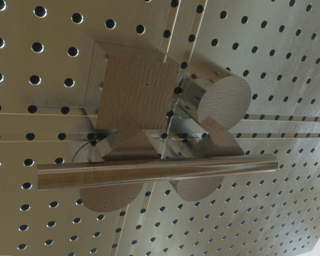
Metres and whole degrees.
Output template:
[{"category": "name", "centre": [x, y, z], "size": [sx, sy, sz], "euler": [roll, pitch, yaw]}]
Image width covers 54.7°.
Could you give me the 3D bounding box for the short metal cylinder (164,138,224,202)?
[{"category": "short metal cylinder", "centre": [0.050, 0.062, 0.460], "size": [0.081, 0.050, 0.079], "euler": [-14, 124, -21]}]

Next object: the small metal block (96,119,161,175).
[{"category": "small metal block", "centre": [-0.034, 0.027, 0.344], "size": [0.050, 0.025, 0.050], "euler": [-35, 129, -6]}]

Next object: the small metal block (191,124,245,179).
[{"category": "small metal block", "centre": [0.077, 0.031, 0.408], "size": [0.050, 0.025, 0.050], "euler": [-42, 130, 1]}]

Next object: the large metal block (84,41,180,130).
[{"category": "large metal block", "centre": [-0.034, -0.045, 0.348], "size": [0.081, 0.050, 0.079], "euler": [1, 118, -29]}]

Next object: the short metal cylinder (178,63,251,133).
[{"category": "short metal cylinder", "centre": [0.072, -0.040, 0.409], "size": [0.081, 0.050, 0.079], "euler": [-14, 124, -21]}]

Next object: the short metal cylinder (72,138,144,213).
[{"category": "short metal cylinder", "centre": [-0.067, 0.060, 0.394], "size": [0.081, 0.050, 0.079], "euler": [-14, 124, -21]}]

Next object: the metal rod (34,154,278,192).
[{"category": "metal rod", "centre": [0.020, 0.047, 0.353], "size": [0.303, 0.025, 0.025], "euler": [1, 118, -29]}]
